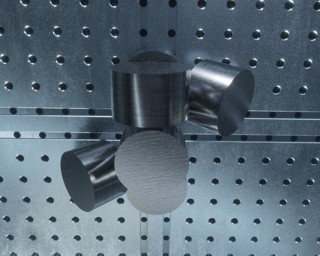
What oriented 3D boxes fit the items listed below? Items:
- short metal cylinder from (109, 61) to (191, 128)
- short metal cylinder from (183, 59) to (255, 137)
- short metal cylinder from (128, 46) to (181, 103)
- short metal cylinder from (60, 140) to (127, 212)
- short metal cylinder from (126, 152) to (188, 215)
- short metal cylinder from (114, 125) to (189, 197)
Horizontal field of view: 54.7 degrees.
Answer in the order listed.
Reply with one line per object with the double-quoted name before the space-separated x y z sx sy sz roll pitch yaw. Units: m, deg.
"short metal cylinder" -0.010 -0.037 0.315 0.081 0.080 0.050 0 110 0
"short metal cylinder" 0.068 -0.036 0.364 0.050 0.081 0.079 25 114 34
"short metal cylinder" -0.008 -0.056 0.379 0.081 0.050 0.079 0 111 0
"short metal cylinder" -0.085 0.060 0.399 0.050 0.080 0.079 -20 117 -40
"short metal cylinder" -0.005 0.071 0.425 0.081 0.050 0.079 0 111 -1
"short metal cylinder" -0.009 0.031 0.357 0.081 0.050 0.079 0 110 0
